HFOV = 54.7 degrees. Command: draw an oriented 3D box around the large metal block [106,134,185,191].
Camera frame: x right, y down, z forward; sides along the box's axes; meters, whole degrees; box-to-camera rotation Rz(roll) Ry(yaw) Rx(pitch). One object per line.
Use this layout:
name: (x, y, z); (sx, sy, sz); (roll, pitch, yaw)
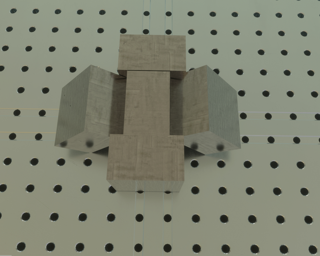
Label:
large metal block: (-0.015, 0.044, 0.365); (0.081, 0.080, 0.050); (1, 70, 0)

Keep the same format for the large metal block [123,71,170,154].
large metal block: (-0.014, -0.016, 0.387); (0.050, 0.080, 0.080); (1, 70, 0)

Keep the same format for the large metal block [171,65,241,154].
large metal block: (0.057, -0.018, 0.381); (0.050, 0.080, 0.080); (-14, 65, 35)

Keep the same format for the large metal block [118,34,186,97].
large metal block: (-0.009, -0.078, 0.410); (0.081, 0.080, 0.050); (1, 70, 0)

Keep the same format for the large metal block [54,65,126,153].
large metal block: (-0.085, -0.019, 0.382); (0.050, 0.080, 0.080); (16, 66, -37)
